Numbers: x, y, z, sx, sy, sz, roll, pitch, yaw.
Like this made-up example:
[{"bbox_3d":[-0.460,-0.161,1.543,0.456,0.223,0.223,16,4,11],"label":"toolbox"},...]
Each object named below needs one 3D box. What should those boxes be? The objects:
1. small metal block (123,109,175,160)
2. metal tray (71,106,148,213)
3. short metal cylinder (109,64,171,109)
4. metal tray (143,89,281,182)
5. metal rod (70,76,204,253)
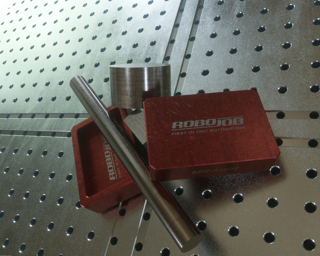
[{"bbox_3d":[-0.013,0.008,0.388,0.025,0.050,0.050,-42,51,0],"label":"small metal block"},{"bbox_3d":[-0.067,0.035,0.414,0.090,0.030,0.130,-28,52,10],"label":"metal tray"},{"bbox_3d":[-0.026,-0.058,0.409,0.080,0.081,0.050,9,108,32],"label":"short metal cylinder"},{"bbox_3d":[0.051,0.006,0.337,0.131,0.030,0.090,-5,56,-4],"label":"metal tray"},{"bbox_3d":[-0.048,0.019,0.378,0.025,0.025,0.300,-41,51,0],"label":"metal rod"}]
